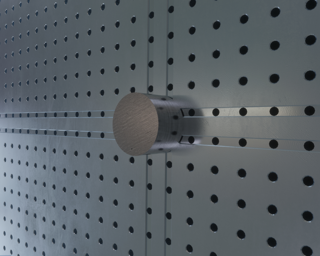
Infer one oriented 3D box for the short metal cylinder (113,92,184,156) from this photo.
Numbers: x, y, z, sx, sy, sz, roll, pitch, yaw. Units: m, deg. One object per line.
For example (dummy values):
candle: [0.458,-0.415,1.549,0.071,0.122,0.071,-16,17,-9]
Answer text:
short metal cylinder: [-0.016,-0.005,0.408,0.080,0.050,0.080,0,90,40]
